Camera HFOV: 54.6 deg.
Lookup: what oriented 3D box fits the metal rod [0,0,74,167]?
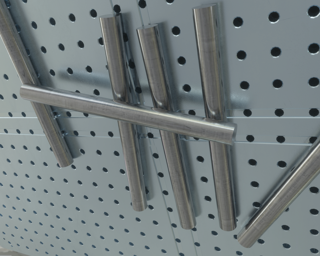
[{"bbox_3d":[-0.197,-0.070,0.472,0.025,0.025,0.299,-1,118,29],"label":"metal rod"}]

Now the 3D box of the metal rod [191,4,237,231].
[{"bbox_3d":[0.071,0.008,0.379,0.025,0.025,0.298,3,120,27],"label":"metal rod"}]

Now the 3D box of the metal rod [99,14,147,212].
[{"bbox_3d":[-0.046,-0.002,0.434,0.025,0.025,0.298,8,122,24],"label":"metal rod"}]

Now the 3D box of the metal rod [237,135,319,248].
[{"bbox_3d":[0.165,0.051,0.355,0.025,0.025,0.298,29,128,10],"label":"metal rod"}]

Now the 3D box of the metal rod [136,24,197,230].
[{"bbox_3d":[0.015,0.017,0.414,0.025,0.025,0.298,2,120,27],"label":"metal rod"}]

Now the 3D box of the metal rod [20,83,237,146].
[{"bbox_3d":[-0.055,-0.023,0.393,0.301,0.025,0.025,12,124,21],"label":"metal rod"}]
